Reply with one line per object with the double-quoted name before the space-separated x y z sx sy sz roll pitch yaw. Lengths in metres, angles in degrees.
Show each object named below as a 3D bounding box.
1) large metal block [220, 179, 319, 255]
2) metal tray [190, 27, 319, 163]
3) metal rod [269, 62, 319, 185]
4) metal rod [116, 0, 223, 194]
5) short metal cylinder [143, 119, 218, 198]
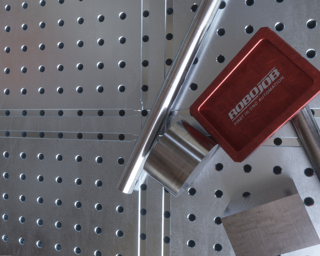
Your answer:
"large metal block" 0.120 0.100 0.341 0.080 0.080 0.050 -24 82 18
"metal tray" 0.107 -0.035 0.353 0.090 0.030 0.129 50 118 18
"metal rod" 0.192 0.063 0.344 0.025 0.025 0.299 -25 82 18
"metal rod" 0.013 -0.049 0.407 0.025 0.025 0.298 28 99 17
"short metal cylinder" 0.025 0.036 0.374 0.050 0.080 0.080 38 102 16
